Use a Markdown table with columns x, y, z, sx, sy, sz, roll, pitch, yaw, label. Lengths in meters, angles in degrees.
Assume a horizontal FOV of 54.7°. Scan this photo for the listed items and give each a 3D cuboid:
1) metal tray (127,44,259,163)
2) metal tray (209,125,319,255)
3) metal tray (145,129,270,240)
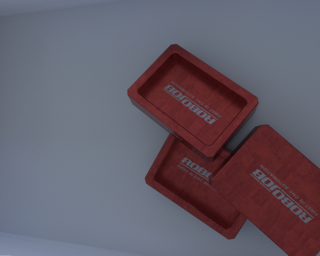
| x | y | z | sx | sy | sz | roll | pitch | yaw | label |
| --- | --- | --- | --- | --- | --- | --- | --- | --- | --- |
| 0.038 | -0.032 | 0.373 | 0.130 | 0.030 | 0.090 | 38 | 79 | 18 | metal tray |
| 0.131 | 0.070 | 0.339 | 0.130 | 0.030 | 0.090 | 42 | 89 | 5 | metal tray |
| 0.057 | 0.063 | 0.387 | 0.130 | 0.030 | 0.090 | 31 | 100 | 17 | metal tray |
